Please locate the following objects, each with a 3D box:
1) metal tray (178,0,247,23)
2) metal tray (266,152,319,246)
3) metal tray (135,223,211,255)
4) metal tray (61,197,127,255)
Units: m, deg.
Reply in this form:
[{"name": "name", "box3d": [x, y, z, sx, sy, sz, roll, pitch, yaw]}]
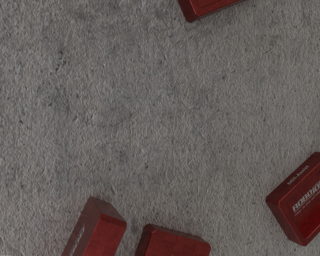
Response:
[{"name": "metal tray", "box3d": [0.080, -0.214, 0.435, 0.131, 0.030, 0.090, -28, 99, -18]}, {"name": "metal tray", "box3d": [0.241, 0.110, 0.495, 0.131, 0.030, 0.090, -36, 102, -16]}, {"name": "metal tray", "box3d": [0.005, 0.202, 0.408, 0.091, 0.030, 0.129, 21, 83, -19]}, {"name": "metal tray", "box3d": [-0.087, 0.149, 0.342, 0.030, 0.090, 0.130, 27, 81, -18]}]
